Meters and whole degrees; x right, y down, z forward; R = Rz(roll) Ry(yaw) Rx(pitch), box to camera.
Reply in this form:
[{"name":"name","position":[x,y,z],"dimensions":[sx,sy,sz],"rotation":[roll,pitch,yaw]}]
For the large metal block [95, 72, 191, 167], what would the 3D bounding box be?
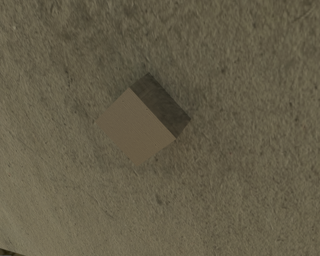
[{"name":"large metal block","position":[-0.022,-0.010,0.397],"dimensions":[0.080,0.050,0.080],"rotation":[48,129,-5]}]
